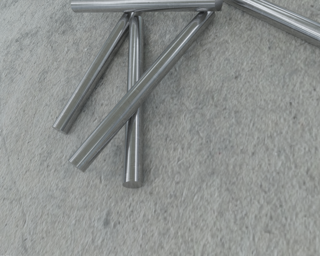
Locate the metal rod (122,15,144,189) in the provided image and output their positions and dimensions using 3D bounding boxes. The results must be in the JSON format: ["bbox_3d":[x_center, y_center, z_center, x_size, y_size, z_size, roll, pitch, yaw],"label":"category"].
[{"bbox_3d":[-0.037,-0.058,0.456,0.025,0.025,0.299,-14,56,20],"label":"metal rod"}]

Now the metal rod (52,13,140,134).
[{"bbox_3d":[-0.092,-0.124,0.525,0.025,0.025,0.300,15,69,34],"label":"metal rod"}]

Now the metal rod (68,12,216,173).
[{"bbox_3d":[-0.014,-0.065,0.424,0.025,0.025,0.301,24,66,36],"label":"metal rod"}]

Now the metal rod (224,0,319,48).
[{"bbox_3d":[0.167,-0.138,0.400,0.025,0.025,0.300,-42,51,-1],"label":"metal rod"}]

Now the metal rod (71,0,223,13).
[{"bbox_3d":[-0.040,-0.206,0.515,0.300,0.025,0.025,14,69,33],"label":"metal rod"}]
